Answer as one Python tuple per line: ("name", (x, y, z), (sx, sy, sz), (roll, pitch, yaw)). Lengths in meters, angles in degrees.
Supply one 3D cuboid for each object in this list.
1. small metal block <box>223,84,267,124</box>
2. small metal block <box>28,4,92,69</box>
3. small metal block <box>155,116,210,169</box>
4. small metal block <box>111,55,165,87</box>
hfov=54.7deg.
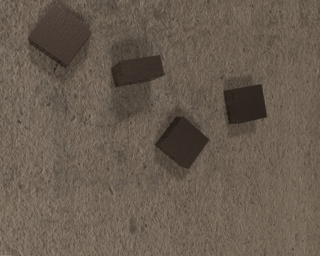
("small metal block", (0.126, -0.035, 0.457), (0.050, 0.025, 0.050), (-12, 94, -20))
("small metal block", (-0.118, -0.107, 0.366), (0.050, 0.025, 0.050), (36, 78, -17))
("small metal block", (0.030, 0.020, 0.421), (0.050, 0.025, 0.050), (41, 77, -16))
("small metal block", (-0.029, -0.070, 0.386), (0.050, 0.050, 0.025), (-13, 95, -20))
